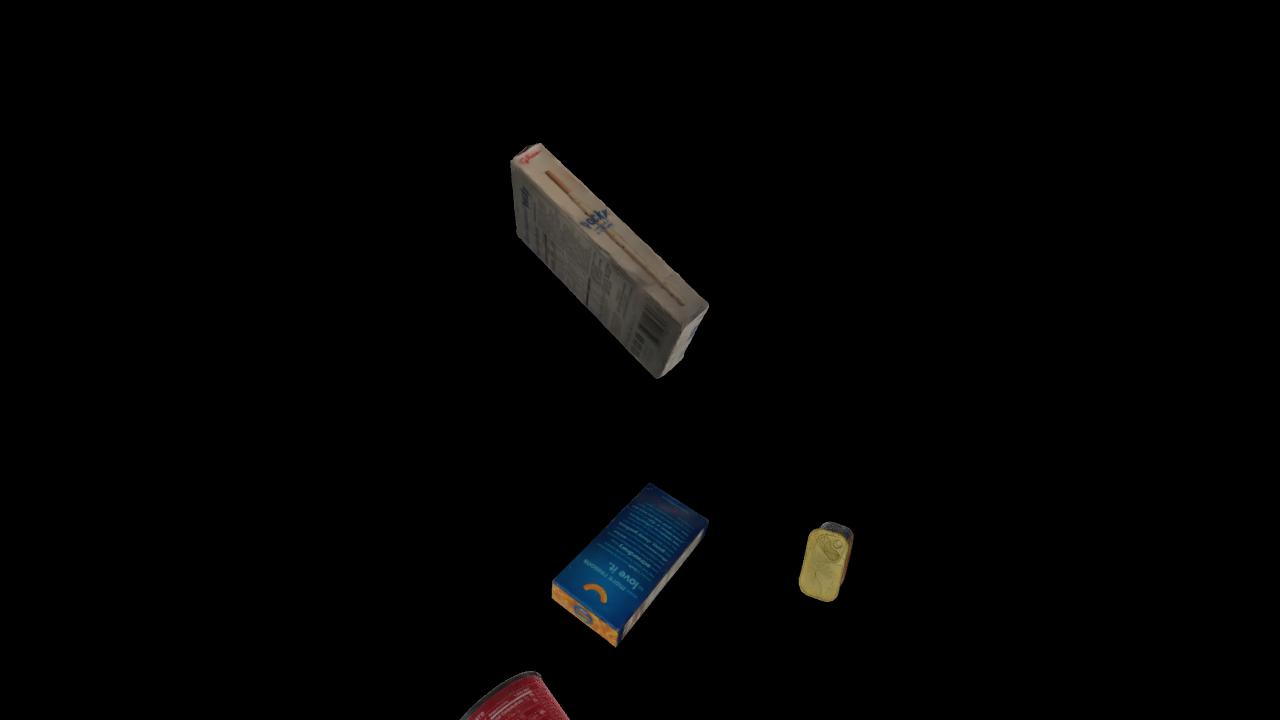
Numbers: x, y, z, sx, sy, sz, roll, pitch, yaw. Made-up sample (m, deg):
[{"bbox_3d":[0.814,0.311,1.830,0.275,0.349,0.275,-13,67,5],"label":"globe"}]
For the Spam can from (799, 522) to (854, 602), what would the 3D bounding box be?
[{"bbox_3d":[0.283,0.300,0.927,0.058,0.101,0.085,13,1,26],"label":"Spam can"}]

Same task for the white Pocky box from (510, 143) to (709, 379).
[{"bbox_3d":[-0.026,-0.062,0.405,0.028,0.154,0.084,-40,-12,-21],"label":"white Pocky box"}]

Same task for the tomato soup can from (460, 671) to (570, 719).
[{"bbox_3d":[-0.054,0.238,0.341,0.101,0.068,0.068,38,23,33],"label":"tomato soup can"}]

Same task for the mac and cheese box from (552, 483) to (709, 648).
[{"bbox_3d":[-0.007,0.227,0.708,0.093,0.041,0.184,29,42,24],"label":"mac and cheese box"}]
